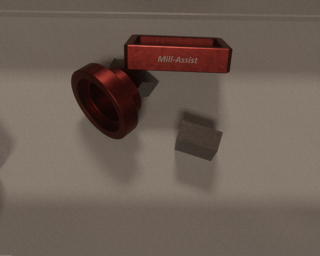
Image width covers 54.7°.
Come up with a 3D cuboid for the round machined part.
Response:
[{"bbox_3d":[-0.062,-0.037,0.386,0.098,0.097,0.042,42,58,13],"label":"round machined part"}]

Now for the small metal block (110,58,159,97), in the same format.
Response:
[{"bbox_3d":[-0.037,-0.067,0.418,0.050,0.050,0.025,42,111,13],"label":"small metal block"}]

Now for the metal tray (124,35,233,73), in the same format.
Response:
[{"bbox_3d":[0.023,-0.101,0.415,0.131,0.090,0.030,2,115,0],"label":"metal tray"}]

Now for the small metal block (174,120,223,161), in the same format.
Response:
[{"bbox_3d":[0.047,0.017,0.391,0.050,0.050,0.025,17,71,6],"label":"small metal block"}]
